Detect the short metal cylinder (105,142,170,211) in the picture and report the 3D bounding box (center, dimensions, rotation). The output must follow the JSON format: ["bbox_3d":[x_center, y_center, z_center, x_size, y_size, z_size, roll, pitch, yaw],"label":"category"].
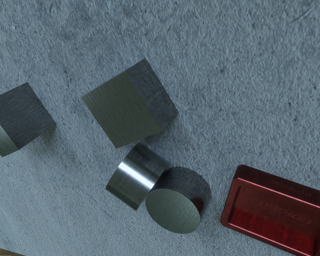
[{"bbox_3d":[-0.030,0.067,0.429,0.050,0.080,0.079,35,129,5],"label":"short metal cylinder"}]

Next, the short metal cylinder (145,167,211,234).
[{"bbox_3d":[0.027,0.102,0.440,0.080,0.050,0.079,13,124,21],"label":"short metal cylinder"}]

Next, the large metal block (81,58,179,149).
[{"bbox_3d":[-0.037,-0.029,0.392,0.080,0.050,0.080,-22,107,36],"label":"large metal block"}]

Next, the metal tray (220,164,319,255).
[{"bbox_3d":[0.150,0.108,0.391,0.130,0.030,0.089,18,126,17],"label":"metal tray"}]

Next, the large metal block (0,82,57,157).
[{"bbox_3d":[-0.226,-0.014,0.482,0.050,0.080,0.080,-19,108,35],"label":"large metal block"}]
